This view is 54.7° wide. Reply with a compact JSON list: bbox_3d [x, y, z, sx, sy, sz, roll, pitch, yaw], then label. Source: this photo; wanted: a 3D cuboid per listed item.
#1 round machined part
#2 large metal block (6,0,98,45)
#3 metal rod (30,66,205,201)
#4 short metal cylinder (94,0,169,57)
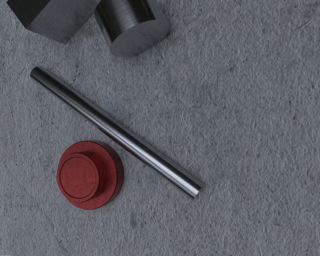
[{"bbox_3d":[-0.104,0.067,0.435,0.098,0.042,0.097,0,90,19],"label":"round machined part"},{"bbox_3d":[-0.144,-0.171,0.429,0.080,0.080,0.050,-41,77,15],"label":"large metal block"},{"bbox_3d":[-0.069,-0.001,0.432,0.300,0.025,0.025,35,101,16],"label":"metal rod"},{"bbox_3d":[-0.035,-0.133,0.391,0.080,0.080,0.050,-27,81,18],"label":"short metal cylinder"}]
